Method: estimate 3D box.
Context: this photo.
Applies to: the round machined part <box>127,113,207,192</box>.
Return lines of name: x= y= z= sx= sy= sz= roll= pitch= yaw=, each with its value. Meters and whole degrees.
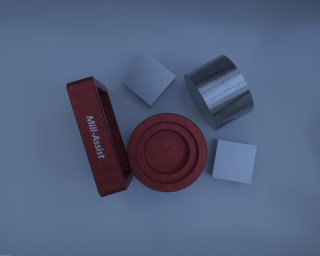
round machined part: x=0.009 y=0.030 z=0.400 sx=0.099 sy=0.042 sz=0.097 roll=0 pitch=90 yaw=-1

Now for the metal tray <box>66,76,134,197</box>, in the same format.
metal tray: x=-0.069 y=0.009 z=0.376 sx=0.030 sy=0.090 sz=0.129 roll=-17 pitch=90 yaw=0

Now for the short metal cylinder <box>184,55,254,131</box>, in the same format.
short metal cylinder: x=0.071 y=-0.043 z=0.383 sx=0.050 sy=0.080 sz=0.080 roll=-29 pitch=90 yaw=0

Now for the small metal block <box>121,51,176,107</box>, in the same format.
small metal block: x=-0.015 y=-0.063 z=0.409 sx=0.050 sy=0.025 sz=0.050 roll=40 pitch=90 yaw=1

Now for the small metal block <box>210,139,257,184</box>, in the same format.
small metal block: x=0.096 y=0.043 z=0.411 sx=0.050 sy=0.025 sz=0.050 roll=9 pitch=89 yaw=1
